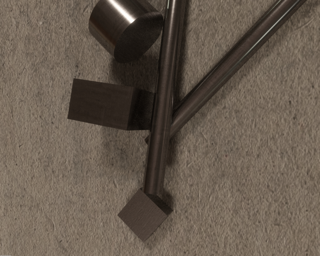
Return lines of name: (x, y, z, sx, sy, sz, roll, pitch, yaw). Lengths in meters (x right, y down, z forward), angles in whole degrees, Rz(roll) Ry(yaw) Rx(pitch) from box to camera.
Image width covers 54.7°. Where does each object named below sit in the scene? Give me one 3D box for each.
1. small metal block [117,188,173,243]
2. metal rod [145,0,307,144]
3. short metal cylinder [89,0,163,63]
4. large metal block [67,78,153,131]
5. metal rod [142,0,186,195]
small metal block: (-0.020, 0.114, 0.415, 0.050, 0.025, 0.050, 42, 103, 15)
metal rod: (0.090, -0.082, 0.377, 0.299, 0.025, 0.025, -46, 76, 13)
short metal cylinder: (-0.042, -0.129, 0.394, 0.080, 0.080, 0.050, -46, 76, 14)
large metal block: (-0.057, -0.029, 0.399, 0.080, 0.080, 0.050, 11, 94, 19)
metal rod: (0.009, -0.070, 0.386, 0.025, 0.025, 0.298, 5, 85, 19)
